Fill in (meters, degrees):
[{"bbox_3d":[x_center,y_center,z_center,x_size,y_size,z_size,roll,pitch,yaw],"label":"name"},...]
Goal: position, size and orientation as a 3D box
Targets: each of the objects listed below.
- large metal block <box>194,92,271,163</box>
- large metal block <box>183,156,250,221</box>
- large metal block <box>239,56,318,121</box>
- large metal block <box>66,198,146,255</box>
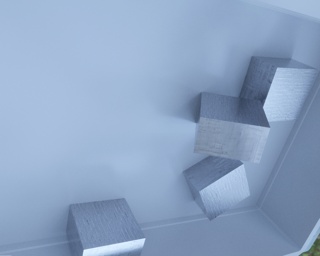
[{"bbox_3d":[0.089,-0.003,0.402,0.080,0.080,0.050,9,119,4],"label":"large metal block"},{"bbox_3d":[0.093,0.090,0.502,0.080,0.050,0.080,-30,129,-10],"label":"large metal block"},{"bbox_3d":[0.169,-0.057,0.452,0.081,0.050,0.079,-4,120,-27],"label":"large metal block"},{"bbox_3d":[-0.077,0.145,0.422,0.081,0.080,0.050,0,118,-29],"label":"large metal block"}]
